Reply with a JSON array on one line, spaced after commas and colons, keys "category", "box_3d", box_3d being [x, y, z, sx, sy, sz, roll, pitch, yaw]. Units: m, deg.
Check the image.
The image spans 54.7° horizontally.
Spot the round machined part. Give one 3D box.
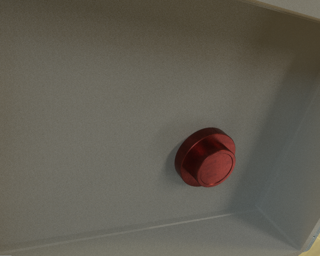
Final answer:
[{"category": "round machined part", "box_3d": [0.075, 0.051, 0.473, 0.099, 0.042, 0.097, -14, 125, -21]}]
